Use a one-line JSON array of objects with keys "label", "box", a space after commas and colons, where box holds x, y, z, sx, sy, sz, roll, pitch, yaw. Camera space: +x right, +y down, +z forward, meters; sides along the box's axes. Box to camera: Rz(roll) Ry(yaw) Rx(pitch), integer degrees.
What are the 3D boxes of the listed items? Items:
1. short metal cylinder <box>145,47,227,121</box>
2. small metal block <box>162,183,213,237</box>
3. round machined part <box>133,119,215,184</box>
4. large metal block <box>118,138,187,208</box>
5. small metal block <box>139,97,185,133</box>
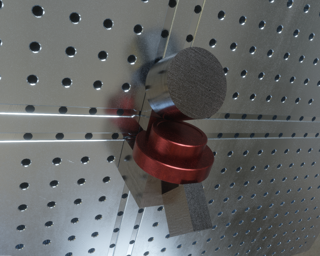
[{"label": "short metal cylinder", "box": [0.030, -0.049, 0.361, 0.081, 0.050, 0.080, 1, 88, -29]}, {"label": "small metal block", "box": [0.029, 0.094, 0.353, 0.025, 0.050, 0.050, 1, 156, -30]}, {"label": "round machined part", "box": [0.019, 0.022, 0.376, 0.099, 0.098, 0.042, 1, 118, -29]}, {"label": "large metal block", "box": [-0.001, 0.055, 0.410, 0.081, 0.080, 0.050, 1, 118, -29]}, {"label": "small metal block", "box": [0.005, -0.022, 0.401, 0.050, 0.025, 0.050, 1, 118, -29]}]
